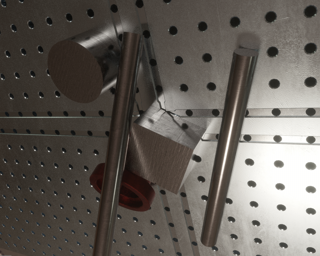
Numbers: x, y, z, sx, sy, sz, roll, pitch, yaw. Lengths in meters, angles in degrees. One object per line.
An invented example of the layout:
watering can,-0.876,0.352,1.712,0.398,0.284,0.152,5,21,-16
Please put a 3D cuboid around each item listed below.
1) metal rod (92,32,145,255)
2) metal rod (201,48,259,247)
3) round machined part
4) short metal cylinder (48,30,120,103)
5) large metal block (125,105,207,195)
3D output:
metal rod,-0.055,0.034,0.392,0.025,0.025,0.298,14,103,20
metal rod,0.081,0.048,0.396,0.025,0.025,0.298,16,125,19
round machined part,-0.051,0.081,0.463,0.098,0.042,0.097,19,146,14
short metal cylinder,-0.093,-0.078,0.394,0.080,0.050,0.079,13,124,20
large metal block,0.005,0.028,0.409,0.080,0.050,0.079,25,127,12
